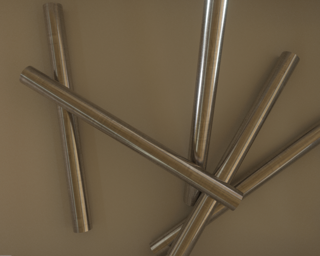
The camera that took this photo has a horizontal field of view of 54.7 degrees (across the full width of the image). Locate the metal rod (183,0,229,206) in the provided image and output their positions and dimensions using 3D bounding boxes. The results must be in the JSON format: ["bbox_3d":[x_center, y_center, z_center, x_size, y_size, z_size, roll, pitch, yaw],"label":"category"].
[{"bbox_3d":[0.052,-0.040,0.355,0.025,0.025,0.298,3,113,0],"label":"metal rod"}]

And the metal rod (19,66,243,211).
[{"bbox_3d":[-0.038,0.010,0.375,0.301,0.025,0.025,31,90,5],"label":"metal rod"}]

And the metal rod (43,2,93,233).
[{"bbox_3d":[-0.122,-0.013,0.410,0.025,0.025,0.298,-8,90,0],"label":"metal rod"}]

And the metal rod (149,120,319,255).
[{"bbox_3d":[0.115,0.076,0.412,0.301,0.025,0.025,-36,90,0],"label":"metal rod"}]

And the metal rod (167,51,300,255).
[{"bbox_3d":[0.097,0.033,0.397,0.025,0.025,0.299,31,84,0],"label":"metal rod"}]
